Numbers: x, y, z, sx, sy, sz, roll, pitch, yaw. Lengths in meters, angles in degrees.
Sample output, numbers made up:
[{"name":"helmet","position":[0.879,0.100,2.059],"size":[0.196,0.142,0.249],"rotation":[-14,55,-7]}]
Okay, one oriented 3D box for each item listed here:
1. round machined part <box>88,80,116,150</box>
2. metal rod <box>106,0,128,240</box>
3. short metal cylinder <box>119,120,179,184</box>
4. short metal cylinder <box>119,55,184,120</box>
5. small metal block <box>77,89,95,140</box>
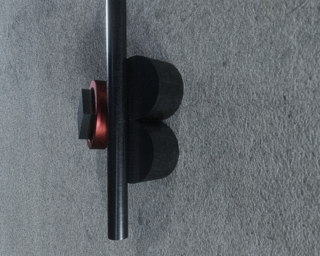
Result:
[{"name":"round machined part","position":[-0.077,-0.018,0.443],"size":[0.098,0.042,0.097],"rotation":[-177,90,-69]},{"name":"metal rod","position":[-0.053,-0.014,0.386],"size":[0.025,0.025,0.298],"rotation":[-1,89,40]},{"name":"short metal cylinder","position":[-0.022,0.030,0.408],"size":[0.080,0.050,0.080],"rotation":[-1,89,40]},{"name":"short metal cylinder","position":[-0.016,-0.050,0.404],"size":[0.080,0.050,0.079],"rotation":[0,90,40]},{"name":"small metal block","position":[-0.100,-0.019,0.436],"size":[0.050,0.025,0.050],"rotation":[114,150,-42]}]
